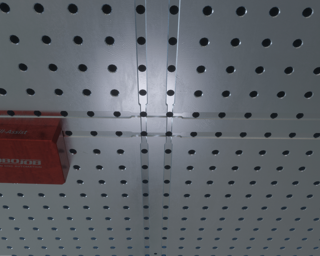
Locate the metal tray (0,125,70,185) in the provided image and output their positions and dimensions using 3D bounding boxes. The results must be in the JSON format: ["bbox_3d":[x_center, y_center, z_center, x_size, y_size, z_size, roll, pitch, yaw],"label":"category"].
[{"bbox_3d":[-0.203,0.039,0.439,0.131,0.030,0.089,2,130,-2],"label":"metal tray"}]
